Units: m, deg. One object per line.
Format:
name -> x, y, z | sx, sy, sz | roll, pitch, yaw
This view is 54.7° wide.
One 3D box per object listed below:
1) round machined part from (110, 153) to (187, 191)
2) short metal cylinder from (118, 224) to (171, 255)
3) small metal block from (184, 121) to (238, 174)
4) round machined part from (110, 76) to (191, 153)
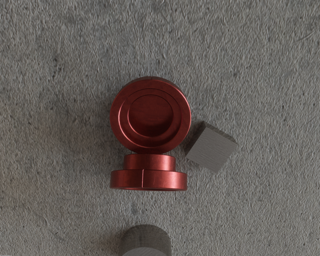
round machined part -> -0.014, 0.058, 0.402 | 0.099, 0.098, 0.042 | 2, 76, -1
short metal cylinder -> -0.022, 0.195, 0.468 | 0.081, 0.050, 0.079 | 0, 110, -1
small metal block -> 0.068, 0.026, 0.420 | 0.050, 0.025, 0.050 | 29, 107, -11
round machined part -> -0.012, -0.018, 0.394 | 0.099, 0.042, 0.097 | 0, 110, -1
